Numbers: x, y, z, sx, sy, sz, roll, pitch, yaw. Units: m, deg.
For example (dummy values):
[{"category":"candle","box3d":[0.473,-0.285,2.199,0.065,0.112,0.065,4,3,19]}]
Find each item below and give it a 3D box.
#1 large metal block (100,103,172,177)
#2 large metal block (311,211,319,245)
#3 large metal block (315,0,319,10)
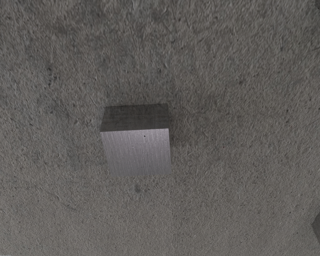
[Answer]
[{"category":"large metal block","box3d":[-0.027,0.017,0.405,0.080,0.050,0.080,-3,130,2]},{"category":"large metal block","box3d":[0.325,0.169,0.537,0.081,0.050,0.079,1,130,-1]},{"category":"large metal block","box3d":[0.174,-0.134,0.259,0.050,0.080,0.080,-10,130,8]}]
